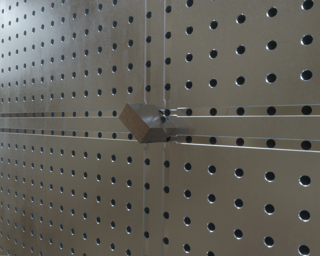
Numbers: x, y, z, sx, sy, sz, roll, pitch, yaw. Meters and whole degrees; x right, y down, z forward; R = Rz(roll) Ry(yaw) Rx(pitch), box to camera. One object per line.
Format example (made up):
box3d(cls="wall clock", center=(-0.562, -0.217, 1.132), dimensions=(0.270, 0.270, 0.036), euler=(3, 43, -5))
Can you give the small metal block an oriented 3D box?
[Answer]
box3d(cls="small metal block", center=(-0.017, -0.007, 0.405), dimensions=(0.050, 0.050, 0.025), euler=(47, 118, 29))
